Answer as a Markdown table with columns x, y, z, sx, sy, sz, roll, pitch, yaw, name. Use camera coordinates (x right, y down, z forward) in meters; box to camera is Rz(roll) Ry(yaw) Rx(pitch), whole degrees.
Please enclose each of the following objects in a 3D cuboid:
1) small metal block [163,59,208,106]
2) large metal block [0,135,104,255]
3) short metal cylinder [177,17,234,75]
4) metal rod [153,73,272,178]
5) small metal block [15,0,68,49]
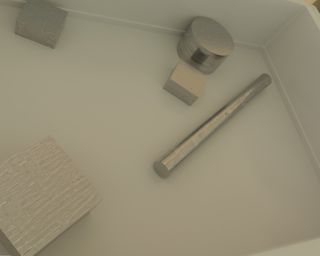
| x | y | z | sx | sy | sz | roll | pitch | yaw | name |
| --- | --- | --- | --- | --- | --- | --- | --- | --- | --- |
| 0.039 | -0.069 | 0.471 | 0.050 | 0.025 | 0.050 | 32 | 51 | -8 | small metal block |
| -0.115 | 0.066 | 0.288 | 0.080 | 0.050 | 0.081 | 49 | 51 | 6 | large metal block |
| 0.075 | -0.136 | 0.515 | 0.081 | 0.050 | 0.080 | 14 | 56 | -21 | short metal cylinder |
| 0.097 | -0.019 | 0.470 | 0.025 | 0.025 | 0.302 | 49 | 51 | 6 | metal rod |
| -0.155 | -0.139 | 0.407 | 0.050 | 0.025 | 0.050 | 19 | 54 | -17 | small metal block |
